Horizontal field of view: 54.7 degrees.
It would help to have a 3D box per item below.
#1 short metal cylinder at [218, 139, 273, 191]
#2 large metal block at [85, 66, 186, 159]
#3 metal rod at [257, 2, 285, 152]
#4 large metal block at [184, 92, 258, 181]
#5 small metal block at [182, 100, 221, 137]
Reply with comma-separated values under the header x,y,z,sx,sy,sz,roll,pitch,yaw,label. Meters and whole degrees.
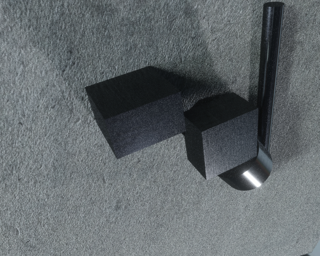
x,y,z,sx,sy,sz,roll,pitch,yaw,label
0.120,0.048,0.467,0.080,0.080,0.050,-47,129,4,short metal cylinder
-0.028,-0.021,0.343,0.081,0.080,0.050,-22,127,-16,large metal block
0.161,-0.034,0.473,0.025,0.025,0.298,-20,126,-17,metal rod
0.079,0.010,0.408,0.081,0.050,0.080,-22,127,-16,large metal block
0.057,-0.003,0.436,0.050,0.025,0.050,-45,129,3,small metal block
